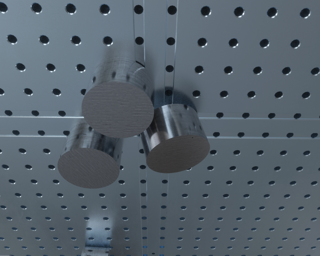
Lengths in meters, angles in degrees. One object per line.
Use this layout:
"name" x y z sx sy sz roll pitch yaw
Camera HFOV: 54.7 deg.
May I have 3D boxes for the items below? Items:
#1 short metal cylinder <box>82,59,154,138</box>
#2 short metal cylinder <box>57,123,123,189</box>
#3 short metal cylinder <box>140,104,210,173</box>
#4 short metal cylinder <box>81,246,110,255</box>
"short metal cylinder" -0.047 -0.034 0.366 0.081 0.050 0.079 0 130 0
"short metal cylinder" -0.094 0.039 0.427 0.081 0.050 0.079 0 130 0
"short metal cylinder" 0.017 0.015 0.395 0.081 0.050 0.080 -10 142 -8
"short metal cylinder" -0.129 0.277 0.610 0.050 0.080 0.079 5 130 -5
